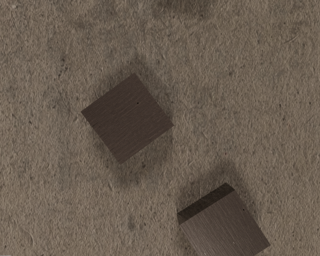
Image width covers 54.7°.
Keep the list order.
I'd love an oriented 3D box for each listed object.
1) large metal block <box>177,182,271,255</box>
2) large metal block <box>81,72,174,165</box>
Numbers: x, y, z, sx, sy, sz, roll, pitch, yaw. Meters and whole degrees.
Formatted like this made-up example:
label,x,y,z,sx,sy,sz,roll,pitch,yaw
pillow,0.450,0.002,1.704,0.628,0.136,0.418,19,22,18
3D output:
label,x,y,z,sx,sy,sz,roll,pitch,yaw
large metal block,0.078,0.129,0.399,0.080,0.050,0.080,-32,90,0
large metal block,-0.039,-0.012,0.397,0.080,0.050,0.080,-37,90,0
